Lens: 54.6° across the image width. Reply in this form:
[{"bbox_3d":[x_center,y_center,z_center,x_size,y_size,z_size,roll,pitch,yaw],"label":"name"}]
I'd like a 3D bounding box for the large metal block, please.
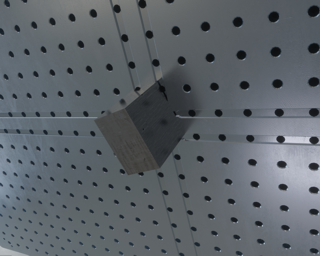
[{"bbox_3d":[-0.022,-0.001,0.387,0.050,0.080,0.080,-18,109,35],"label":"large metal block"}]
